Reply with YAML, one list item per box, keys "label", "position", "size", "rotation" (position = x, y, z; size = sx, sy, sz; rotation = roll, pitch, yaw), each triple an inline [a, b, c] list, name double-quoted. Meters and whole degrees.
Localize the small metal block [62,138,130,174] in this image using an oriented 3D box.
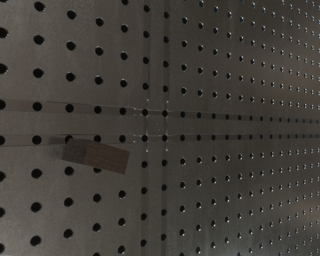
- label: "small metal block"
  position: [-0.070, 0.030, 0.336]
  size: [0.050, 0.050, 0.025]
  rotation: [22, 76, -38]
